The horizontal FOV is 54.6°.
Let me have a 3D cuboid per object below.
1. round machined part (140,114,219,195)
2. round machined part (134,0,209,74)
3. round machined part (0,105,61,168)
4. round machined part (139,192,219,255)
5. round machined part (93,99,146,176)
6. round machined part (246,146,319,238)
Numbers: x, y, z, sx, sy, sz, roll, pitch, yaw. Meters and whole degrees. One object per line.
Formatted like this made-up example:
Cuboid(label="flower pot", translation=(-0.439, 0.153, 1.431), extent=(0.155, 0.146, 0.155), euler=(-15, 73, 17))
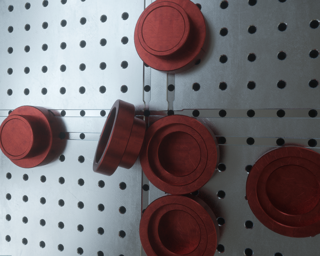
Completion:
Cuboid(label="round machined part", translation=(0.027, 0.032, 0.394), extent=(0.098, 0.042, 0.097), euler=(0, 90, 20))
Cuboid(label="round machined part", translation=(0.011, -0.122, 0.400), extent=(0.098, 0.042, 0.097), euler=(0, 90, 20))
Cuboid(label="round machined part", translation=(-0.207, 0.014, 0.478), extent=(0.098, 0.042, 0.097), euler=(0, 90, 20))
Cuboid(label="round machined part", translation=(0.027, 0.130, 0.394), extent=(0.098, 0.042, 0.097), euler=(0, 90, 20))
Cuboid(label="round machined part", translation=(-0.050, 0.015, 0.402), extent=(0.042, 0.098, 0.098), euler=(19, 98, -17))
Cuboid(label="round machined part", translation=(0.149, 0.068, 0.351), extent=(0.098, 0.042, 0.097), euler=(0, 90, 20))
